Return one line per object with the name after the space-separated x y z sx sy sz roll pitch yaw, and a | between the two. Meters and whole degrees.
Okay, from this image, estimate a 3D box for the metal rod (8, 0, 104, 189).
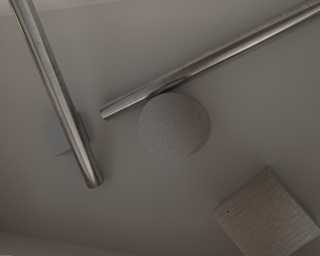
-0.133 -0.054 0.392 0.025 0.025 0.298 -10 111 19 | metal rod

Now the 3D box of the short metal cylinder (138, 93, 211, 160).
0.020 -0.002 0.390 0.080 0.050 0.079 0 90 19 | short metal cylinder

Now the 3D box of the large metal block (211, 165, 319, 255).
0.120 0.101 0.355 0.080 0.050 0.080 -42 77 15 | large metal block

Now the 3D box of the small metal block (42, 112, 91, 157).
-0.138 0.009 0.458 0.050 0.025 0.050 -26 82 17 | small metal block

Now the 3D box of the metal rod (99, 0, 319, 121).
0.052 -0.080 0.391 0.300 0.025 0.025 -24 82 18 | metal rod
